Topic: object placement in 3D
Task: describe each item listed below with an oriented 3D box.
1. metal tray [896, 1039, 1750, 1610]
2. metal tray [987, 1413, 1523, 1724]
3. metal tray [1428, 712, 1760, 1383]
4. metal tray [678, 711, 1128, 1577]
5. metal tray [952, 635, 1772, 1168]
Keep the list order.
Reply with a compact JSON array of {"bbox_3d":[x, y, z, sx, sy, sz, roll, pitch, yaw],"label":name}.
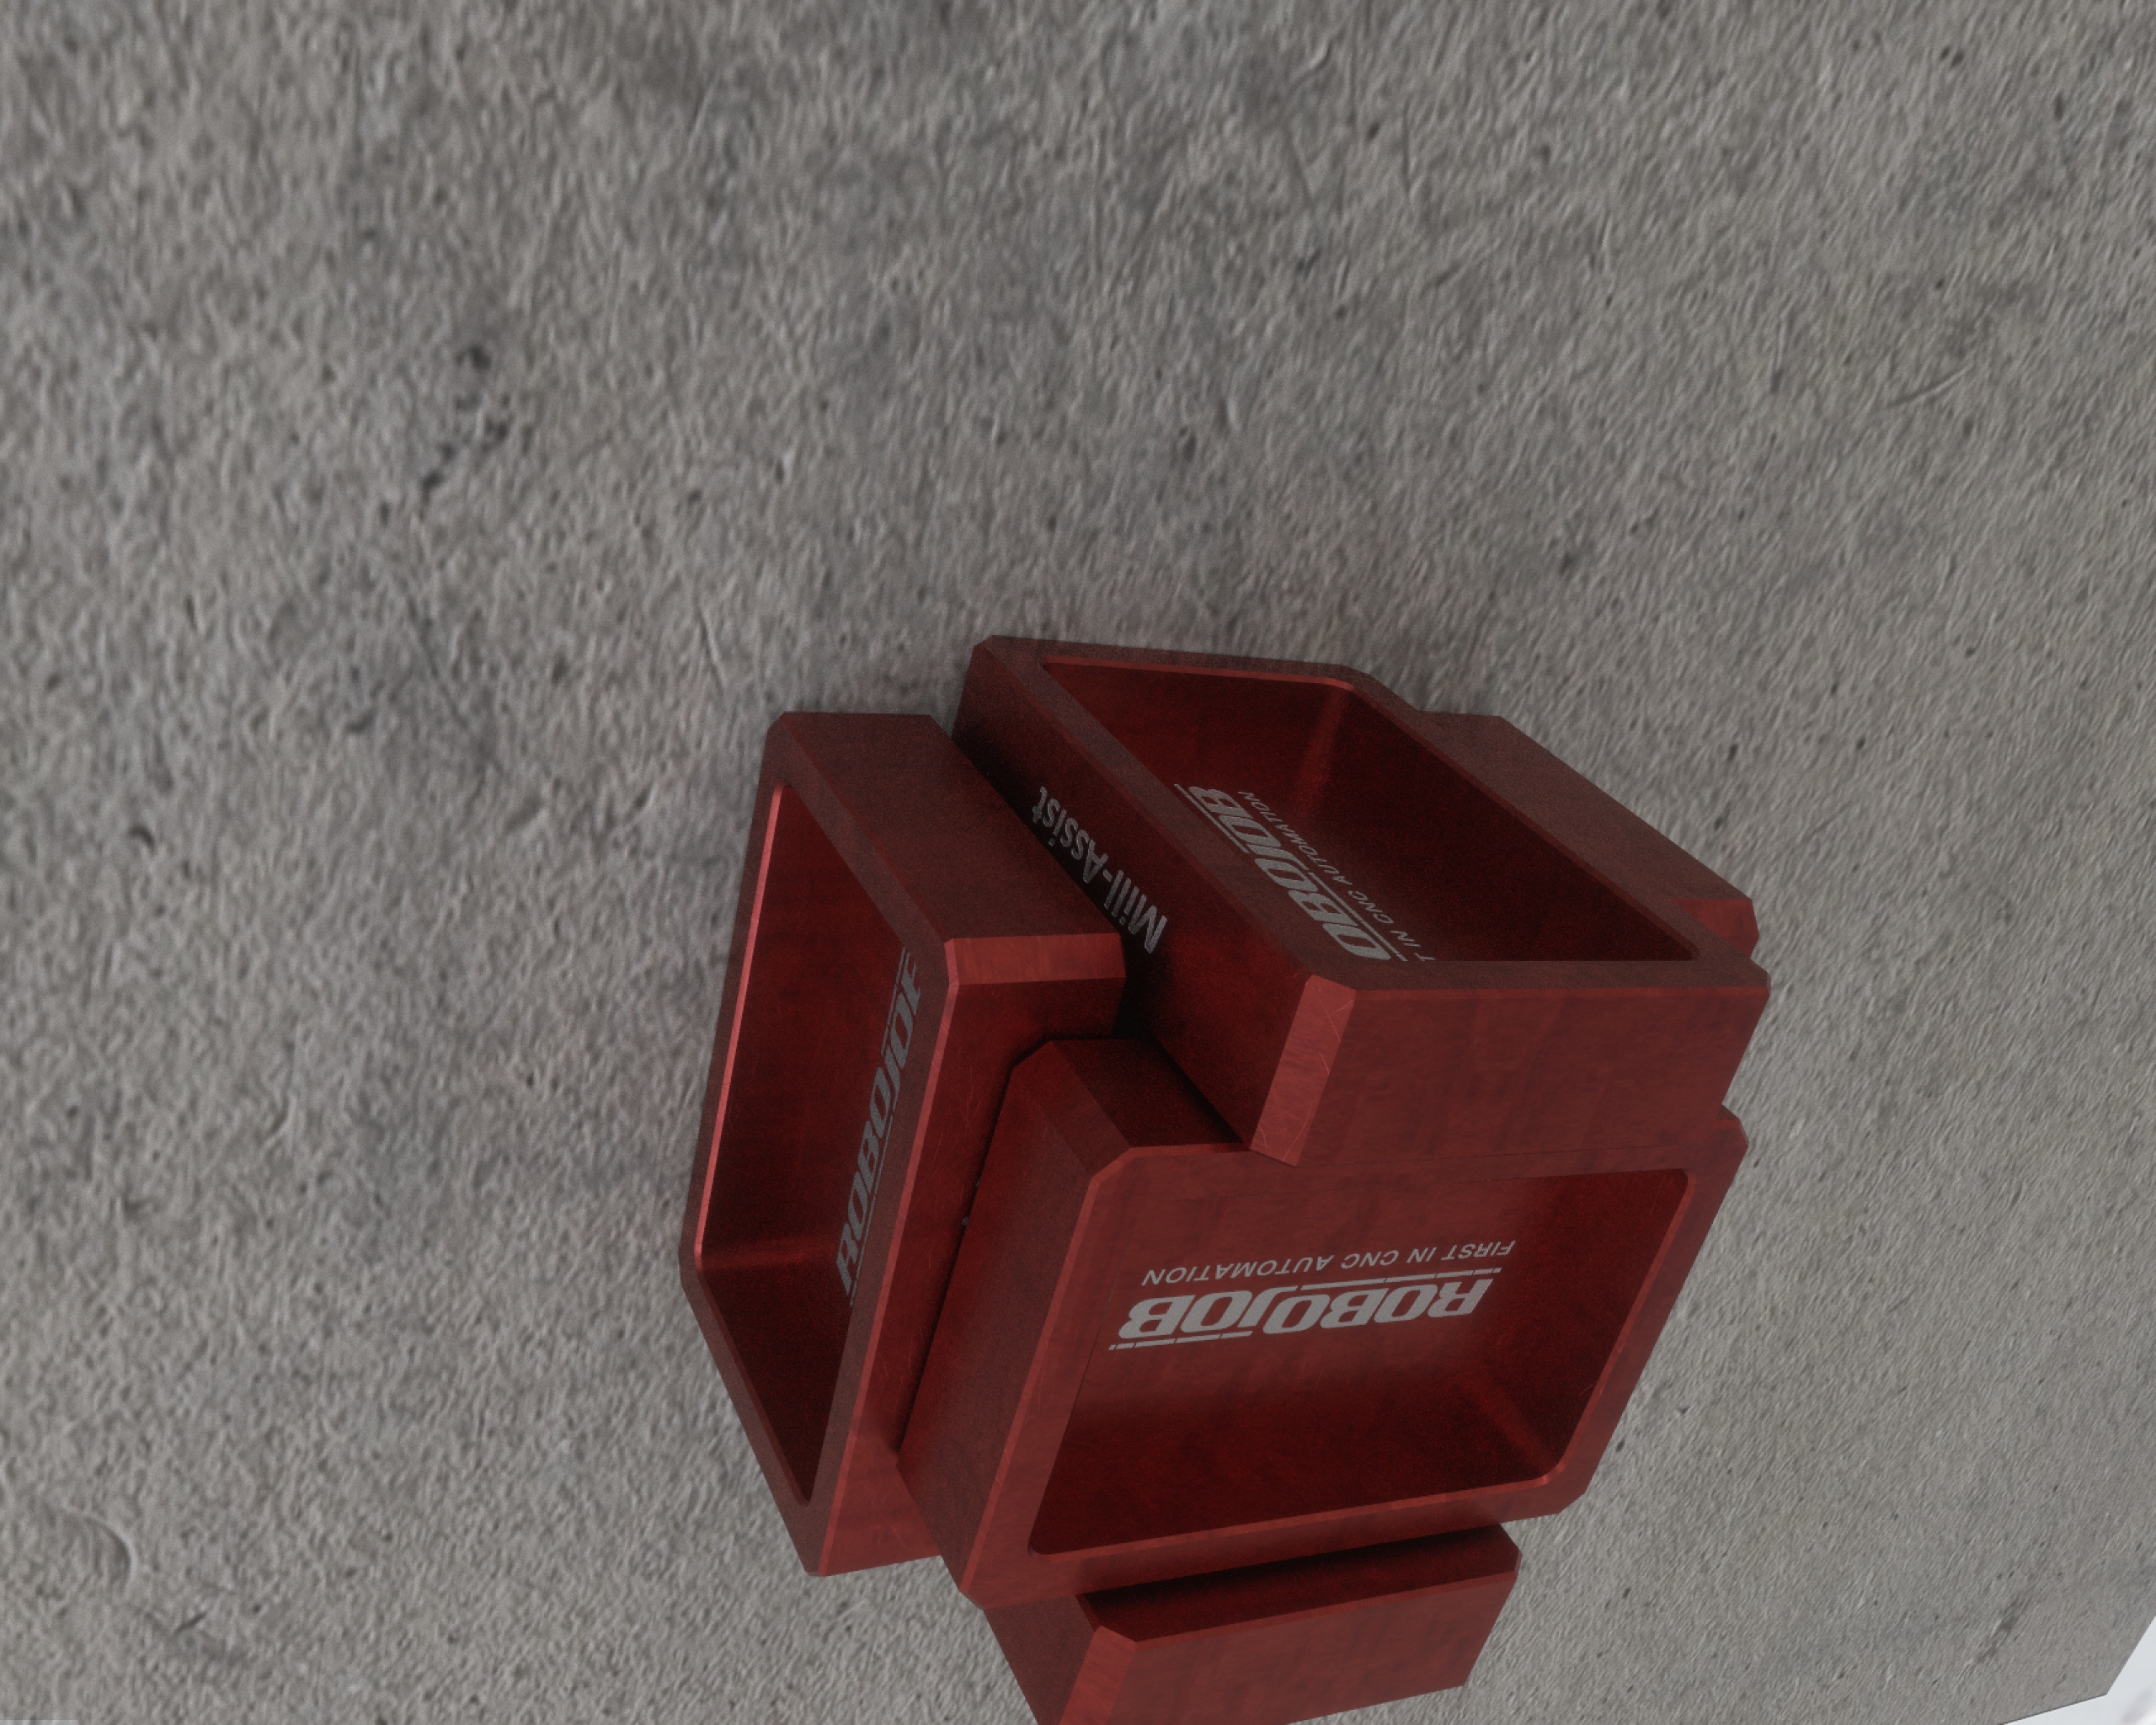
[{"bbox_3d":[0.043,0.075,0.354,0.131,0.030,0.089,2,118,-30],"label":"metal tray"},{"bbox_3d":[0.014,0.108,0.413,0.091,0.130,0.030,1,120,-29],"label":"metal tray"},{"bbox_3d":[0.079,0.044,0.434,0.030,0.090,0.129,1,118,-29],"label":"metal tray"},{"bbox_3d":[-0.037,0.049,0.374,0.030,0.090,0.129,-1,119,-28],"label":"metal tray"},{"bbox_3d":[0.042,0.002,0.363,0.091,0.130,0.030,2,117,-29],"label":"metal tray"}]
